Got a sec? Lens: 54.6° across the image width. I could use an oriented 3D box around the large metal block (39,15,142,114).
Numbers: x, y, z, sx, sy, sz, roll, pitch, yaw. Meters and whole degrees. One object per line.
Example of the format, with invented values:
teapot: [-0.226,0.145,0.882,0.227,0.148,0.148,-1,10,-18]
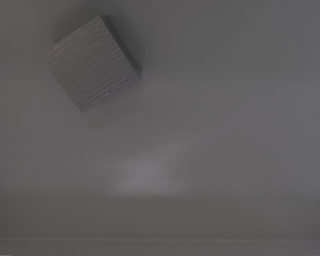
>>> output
large metal block: [-0.078,-0.077,0.369,0.080,0.050,0.080,-30,108,10]
